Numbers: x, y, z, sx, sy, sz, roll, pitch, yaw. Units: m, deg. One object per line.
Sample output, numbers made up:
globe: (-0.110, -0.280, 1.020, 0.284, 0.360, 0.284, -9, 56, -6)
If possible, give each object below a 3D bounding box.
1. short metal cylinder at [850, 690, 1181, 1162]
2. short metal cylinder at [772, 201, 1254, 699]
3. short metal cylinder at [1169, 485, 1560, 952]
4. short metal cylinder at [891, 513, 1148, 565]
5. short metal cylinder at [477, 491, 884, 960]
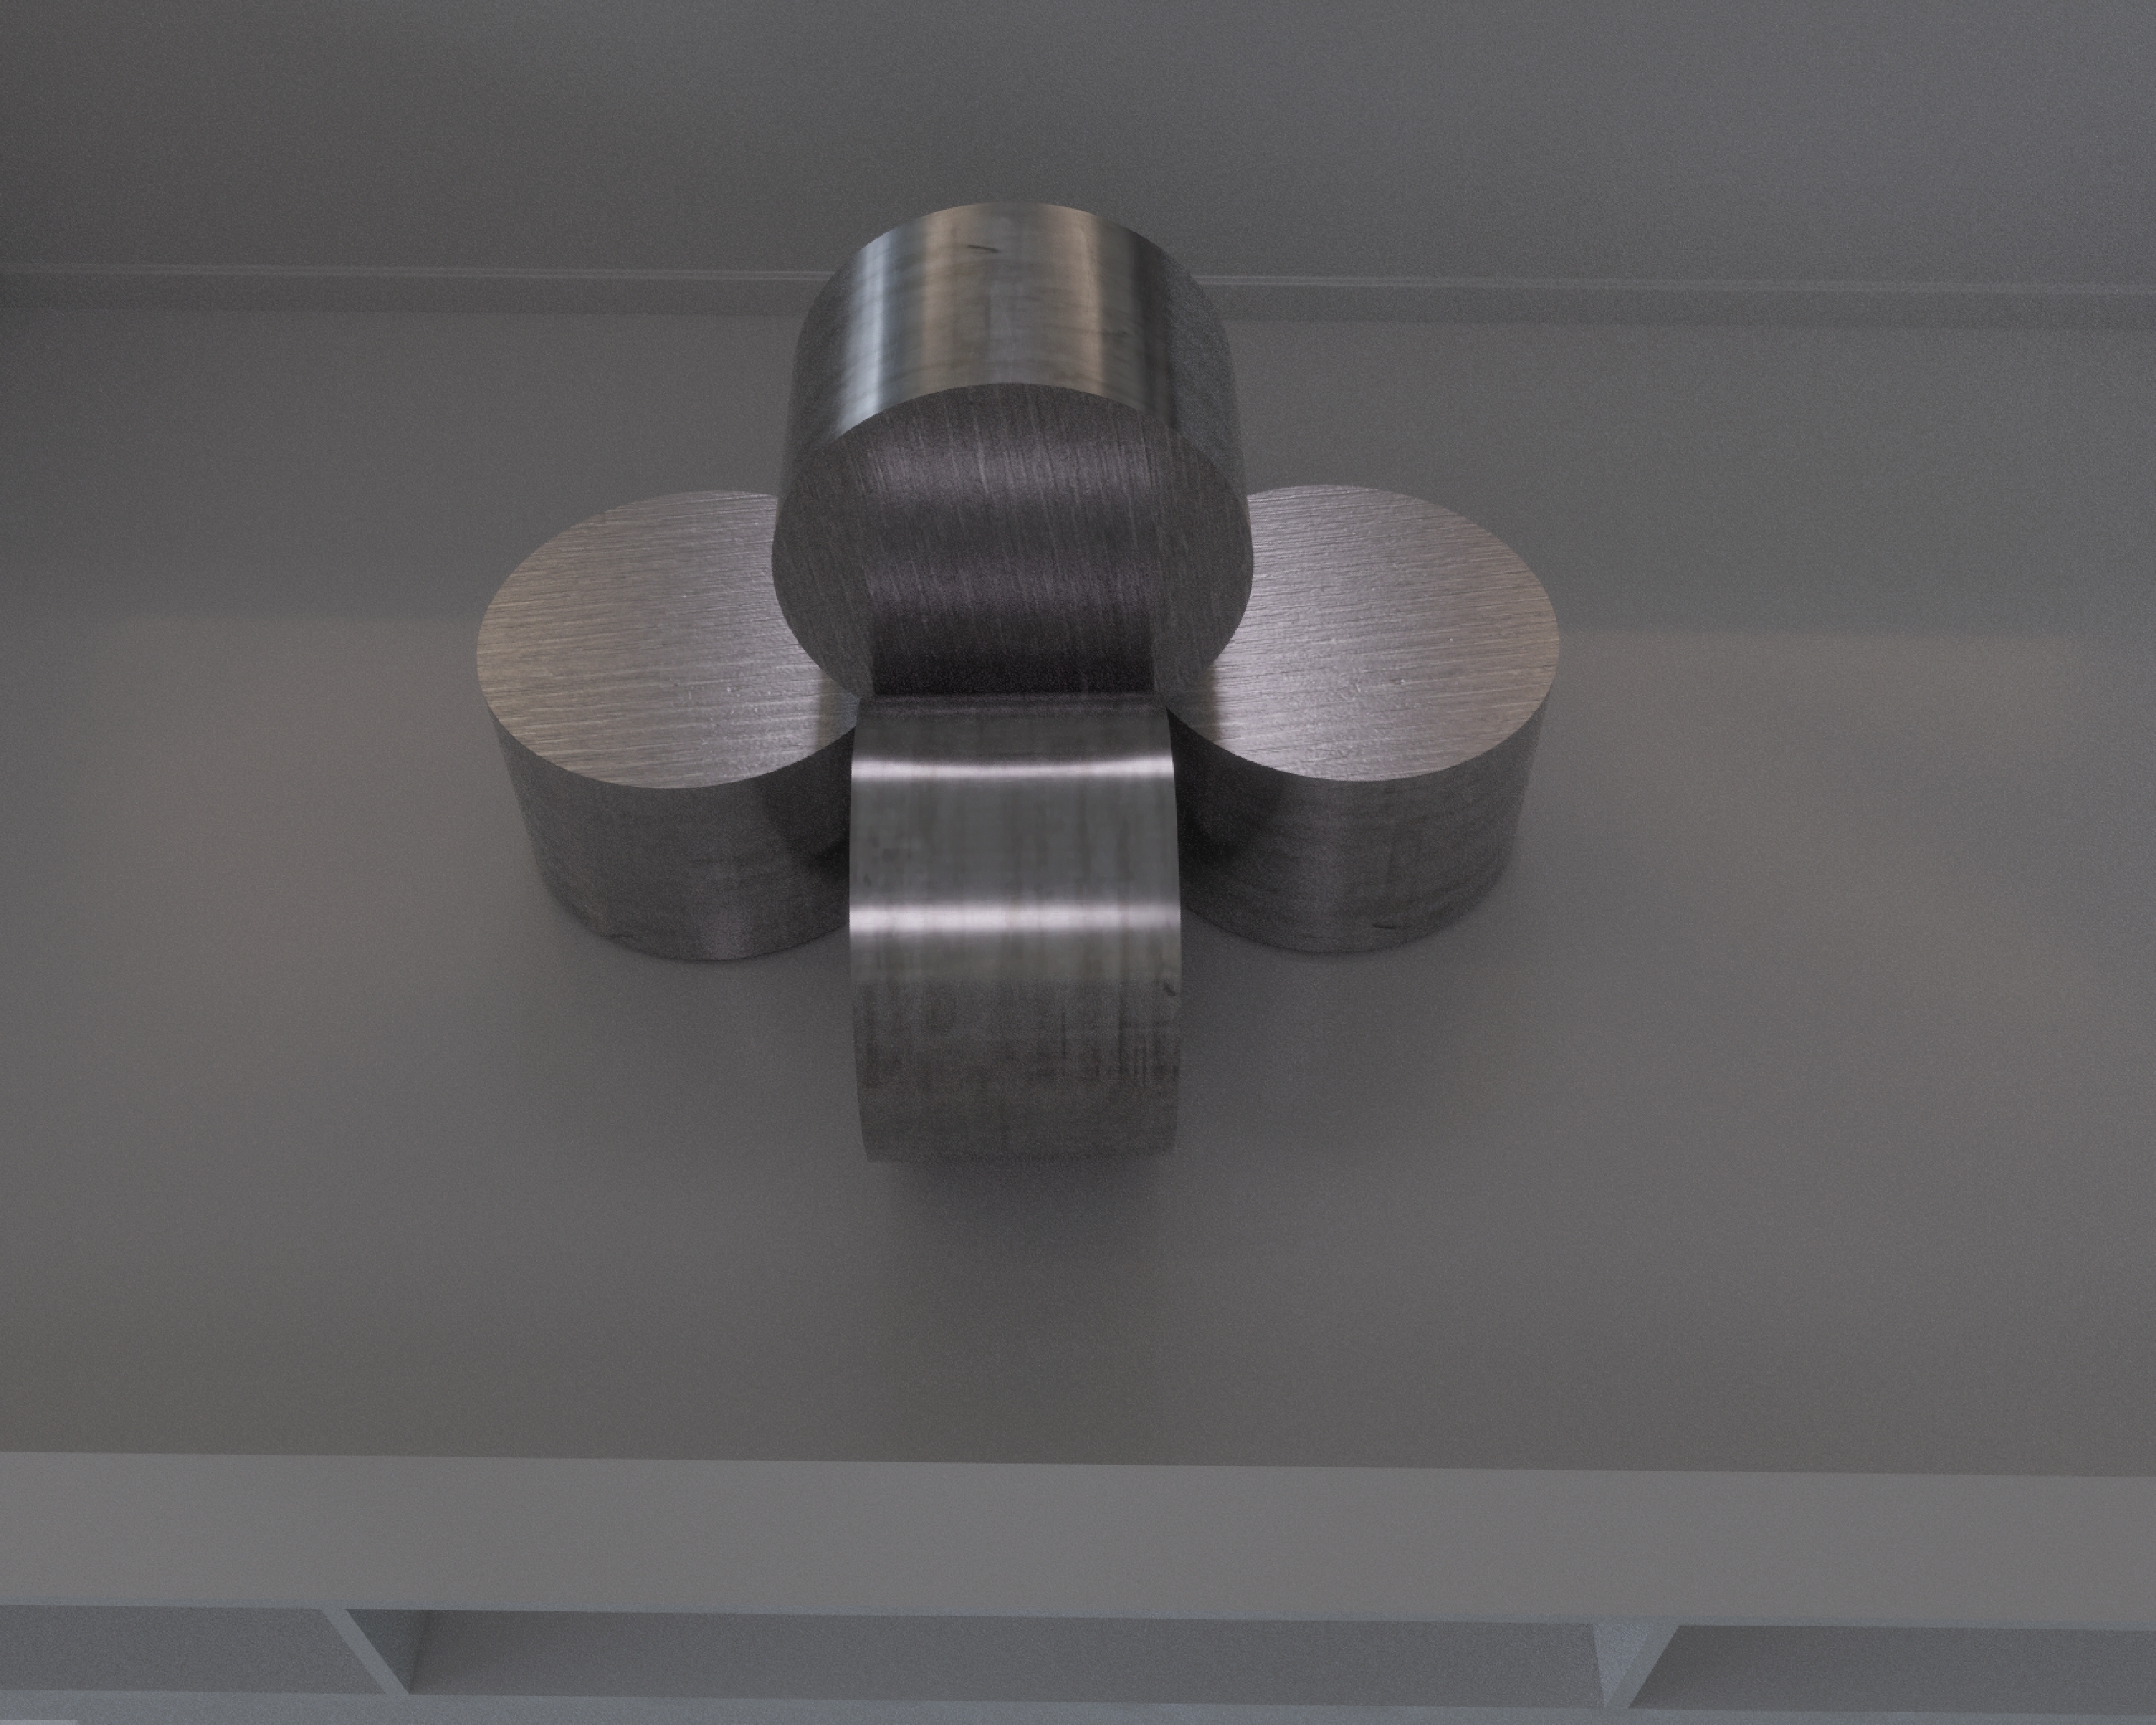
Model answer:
short metal cylinder: (-0.010, 0.011, 0.358, 0.050, 0.080, 0.080, -1, 50, -2)
short metal cylinder: (-0.011, -0.067, 0.366, 0.081, 0.080, 0.050, -1, 50, -1)
short metal cylinder: (0.050, -0.029, 0.411, 0.080, 0.050, 0.080, 0, 50, 0)
short metal cylinder: (-0.013, -0.088, 0.441, 0.050, 0.080, 0.080, -1, 50, -2)
short metal cylinder: (-0.071, -0.028, 0.409, 0.080, 0.050, 0.080, 0, 50, 0)
